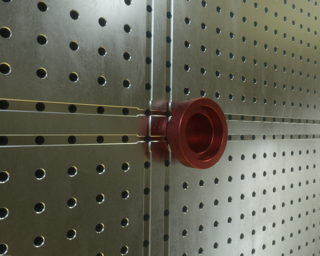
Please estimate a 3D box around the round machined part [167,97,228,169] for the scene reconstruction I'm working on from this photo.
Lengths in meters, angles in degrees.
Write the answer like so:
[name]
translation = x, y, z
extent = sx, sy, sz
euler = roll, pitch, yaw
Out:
[round machined part]
translation = 0.048, 0.007, 0.437
extent = 0.099, 0.042, 0.097
euler = 0, 90, -40
